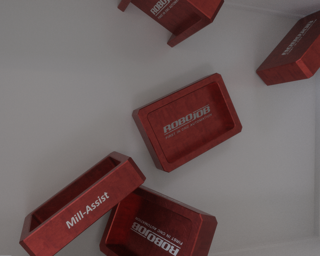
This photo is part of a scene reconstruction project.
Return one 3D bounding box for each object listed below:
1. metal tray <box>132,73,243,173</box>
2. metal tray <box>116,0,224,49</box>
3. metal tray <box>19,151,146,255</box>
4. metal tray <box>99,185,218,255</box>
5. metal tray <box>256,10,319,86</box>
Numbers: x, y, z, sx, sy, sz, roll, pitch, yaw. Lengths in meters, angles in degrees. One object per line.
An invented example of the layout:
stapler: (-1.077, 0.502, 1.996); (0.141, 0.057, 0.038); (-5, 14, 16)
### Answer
metal tray: (0.039, -0.009, 0.422); (0.131, 0.030, 0.090); (-27, 99, -18)
metal tray: (0.005, -0.146, 0.372); (0.090, 0.130, 0.030); (32, 80, -17)
metal tray: (-0.086, 0.079, 0.344); (0.131, 0.090, 0.030); (-37, 102, -16)
metal tray: (-0.008, 0.122, 0.352); (0.030, 0.130, 0.090); (26, 80, -45)
metal tray: (0.212, -0.122, 0.453); (0.030, 0.090, 0.130); (46, 76, -15)
